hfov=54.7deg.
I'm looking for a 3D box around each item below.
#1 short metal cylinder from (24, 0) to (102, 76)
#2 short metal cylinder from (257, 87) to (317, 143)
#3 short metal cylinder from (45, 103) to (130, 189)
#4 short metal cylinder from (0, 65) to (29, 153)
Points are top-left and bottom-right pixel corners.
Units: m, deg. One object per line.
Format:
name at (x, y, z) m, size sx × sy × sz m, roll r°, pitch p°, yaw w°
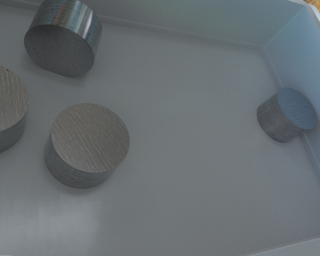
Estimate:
short metal cylinder at (-0.115, -0.109, 0.376) m, size 0.081 × 0.080 × 0.050 m, roll 18°, pitch 55°, yaw -18°
short metal cylinder at (0.212, -0.021, 0.520) m, size 0.081 × 0.050 × 0.080 m, roll 14°, pitch 56°, yaw -21°
short metal cylinder at (-0.080, 0.020, 0.336) m, size 0.081 × 0.050 × 0.080 m, roll 14°, pitch 56°, yaw -21°
short metal cylinder at (-0.175, -0.018, 0.307) m, size 0.081 × 0.050 × 0.080 m, roll 14°, pitch 56°, yaw -21°
